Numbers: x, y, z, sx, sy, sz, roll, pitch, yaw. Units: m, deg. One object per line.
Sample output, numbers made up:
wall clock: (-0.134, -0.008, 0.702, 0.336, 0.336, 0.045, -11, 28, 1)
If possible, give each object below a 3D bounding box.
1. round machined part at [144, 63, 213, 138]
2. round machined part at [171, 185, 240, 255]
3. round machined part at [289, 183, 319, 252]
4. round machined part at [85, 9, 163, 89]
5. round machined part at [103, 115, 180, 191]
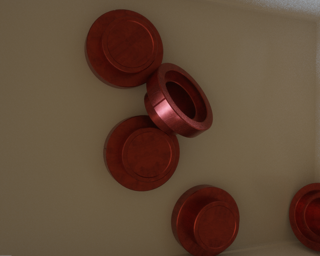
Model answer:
round machined part: (0.019, -0.030, 0.390, 0.098, 0.042, 0.098, 32, 39, -31)
round machined part: (0.069, 0.130, 0.427, 0.099, 0.042, 0.097, 0, 90, -20)
round machined part: (0.249, 0.134, 0.464, 0.042, 0.098, 0.098, 16, 85, -27)
round machined part: (-0.041, -0.100, 0.386, 0.099, 0.042, 0.097, 0, 90, -20)
round machined part: (-0.020, 0.032, 0.394, 0.099, 0.042, 0.097, 0, 90, -20)
